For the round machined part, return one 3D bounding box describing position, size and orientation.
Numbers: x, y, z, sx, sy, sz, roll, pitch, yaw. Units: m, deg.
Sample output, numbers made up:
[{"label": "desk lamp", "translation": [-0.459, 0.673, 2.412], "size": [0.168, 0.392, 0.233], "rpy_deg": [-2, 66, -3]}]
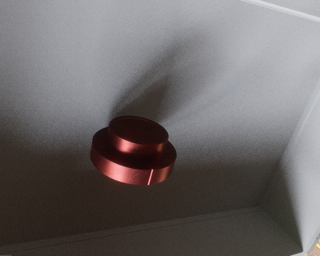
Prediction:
[{"label": "round machined part", "translation": [-0.028, 0.019, 0.357], "size": [0.099, 0.098, 0.042], "rpy_deg": [1, 118, -29]}]
